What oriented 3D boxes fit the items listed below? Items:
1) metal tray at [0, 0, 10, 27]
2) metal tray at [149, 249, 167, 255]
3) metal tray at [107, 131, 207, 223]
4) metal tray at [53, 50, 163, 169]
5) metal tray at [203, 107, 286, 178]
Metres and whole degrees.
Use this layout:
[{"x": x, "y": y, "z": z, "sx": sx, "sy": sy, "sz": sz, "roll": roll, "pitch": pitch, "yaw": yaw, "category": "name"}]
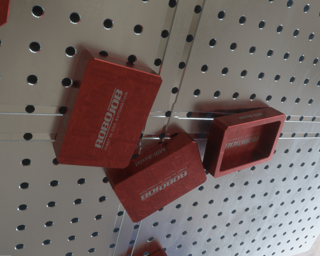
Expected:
[{"x": -0.155, "y": -0.152, "z": 0.228, "sx": 0.091, "sy": 0.030, "sz": 0.129, "roll": 6, "pitch": 116, "yaw": -31, "category": "metal tray"}, {"x": -0.015, "y": 0.295, "z": 0.584, "sx": 0.091, "sy": 0.030, "sz": 0.129, "roll": -24, "pitch": 128, "yaw": -14, "category": "metal tray"}, {"x": 0.000, "y": 0.073, "z": 0.455, "sx": 0.131, "sy": 0.030, "sz": 0.090, "roll": -29, "pitch": 129, "yaw": -11, "category": "metal tray"}, {"x": -0.063, "y": -0.016, "z": 0.365, "sx": 0.091, "sy": 0.030, "sz": 0.129, "roll": 10, "pitch": 114, "yaw": -33, "category": "metal tray"}, {"x": 0.132, "y": 0.021, "z": 0.486, "sx": 0.131, "sy": 0.030, "sz": 0.089, "roll": -11, "pitch": 123, "yaw": -30, "category": "metal tray"}]
